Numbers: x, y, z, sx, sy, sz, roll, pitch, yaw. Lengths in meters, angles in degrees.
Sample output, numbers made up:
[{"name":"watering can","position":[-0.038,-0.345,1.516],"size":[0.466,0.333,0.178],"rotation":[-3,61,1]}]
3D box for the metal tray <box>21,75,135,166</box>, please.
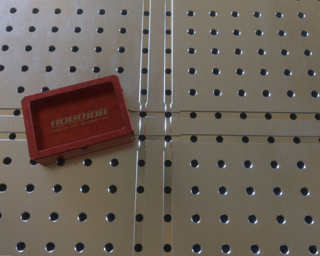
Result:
[{"name":"metal tray","position":[-0.108,-0.012,0.411],"size":[0.131,0.030,0.090],"rotation":[-15,71,-6]}]
